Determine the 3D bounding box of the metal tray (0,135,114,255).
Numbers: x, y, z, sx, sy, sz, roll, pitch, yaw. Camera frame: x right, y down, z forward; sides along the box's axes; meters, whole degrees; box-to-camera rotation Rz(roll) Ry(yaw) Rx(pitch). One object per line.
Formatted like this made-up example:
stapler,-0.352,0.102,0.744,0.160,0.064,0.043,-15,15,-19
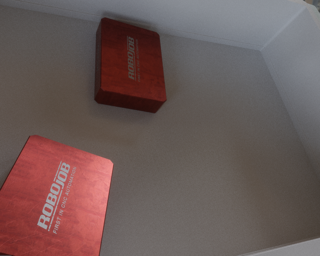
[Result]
metal tray,-0.096,0.069,0.281,0.091,0.030,0.130,21,32,-16

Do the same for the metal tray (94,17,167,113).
metal tray,-0.043,-0.089,0.435,0.091,0.030,0.130,9,58,-24
